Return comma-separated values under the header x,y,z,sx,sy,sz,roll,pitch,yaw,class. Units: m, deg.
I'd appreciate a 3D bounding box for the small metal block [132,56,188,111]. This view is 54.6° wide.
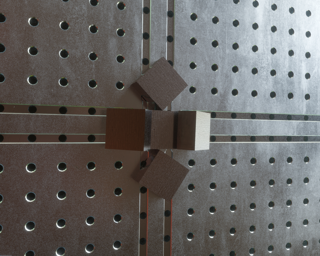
x,y,z,sx,sy,sz,roll,pitch,yaw,class
0.000,-0.057,0.412,0.050,0.025,0.050,-46,104,-15,small metal block

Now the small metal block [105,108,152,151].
x,y,z,sx,sy,sz,roll,pitch,yaw,class
-0.039,0.002,0.385,0.050,0.025,0.050,2,90,16,small metal block

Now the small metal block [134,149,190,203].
x,y,z,sx,sy,sz,roll,pitch,yaw,class
0.002,0.062,0.413,0.050,0.025,0.050,36,79,-15,small metal block

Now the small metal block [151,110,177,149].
x,y,z,sx,sy,sz,roll,pitch,yaw,class
0.001,0.002,0.412,0.050,0.025,0.050,1,89,-20,small metal block

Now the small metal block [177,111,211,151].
x,y,z,sx,sy,sz,roll,pitch,yaw,class
0.046,0.004,0.415,0.050,0.025,0.050,4,88,-60,small metal block
